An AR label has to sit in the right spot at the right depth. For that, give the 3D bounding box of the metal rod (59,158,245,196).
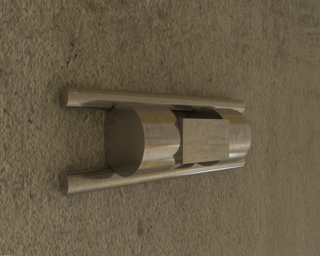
[{"bbox_3d":[0.015,0.057,0.419,0.302,0.025,0.025,-1,91,-40],"label":"metal rod"}]

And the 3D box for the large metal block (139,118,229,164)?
[{"bbox_3d":[0.030,0.014,0.392,0.081,0.080,0.050,0,90,-40],"label":"large metal block"}]

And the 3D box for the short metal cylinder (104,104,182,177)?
[{"bbox_3d":[-0.022,0.013,0.352,0.050,0.080,0.079,-1,91,-40],"label":"short metal cylinder"}]

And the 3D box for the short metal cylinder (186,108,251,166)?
[{"bbox_3d":[0.080,0.012,0.436,0.050,0.080,0.079,-1,91,-40],"label":"short metal cylinder"}]

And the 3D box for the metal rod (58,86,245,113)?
[{"bbox_3d":[0.015,-0.033,0.419,0.302,0.025,0.025,-1,91,-40],"label":"metal rod"}]
